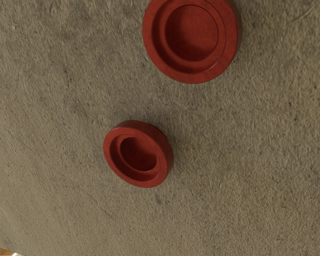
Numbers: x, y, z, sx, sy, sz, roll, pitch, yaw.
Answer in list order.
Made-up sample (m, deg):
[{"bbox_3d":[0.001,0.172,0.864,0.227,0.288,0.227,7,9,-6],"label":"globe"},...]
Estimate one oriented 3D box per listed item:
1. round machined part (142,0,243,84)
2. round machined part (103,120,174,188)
[{"bbox_3d":[0.035,-0.098,0.317,0.098,0.042,0.097,13,124,21],"label":"round machined part"},{"bbox_3d":[-0.026,0.032,0.429,0.098,0.042,0.097,13,124,21],"label":"round machined part"}]
